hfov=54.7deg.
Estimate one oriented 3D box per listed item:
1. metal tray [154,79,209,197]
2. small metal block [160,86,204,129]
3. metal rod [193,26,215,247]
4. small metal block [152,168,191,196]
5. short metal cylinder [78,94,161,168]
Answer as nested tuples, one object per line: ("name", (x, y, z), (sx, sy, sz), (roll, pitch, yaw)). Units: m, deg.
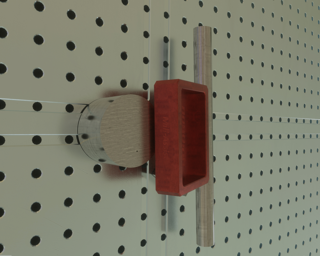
("metal tray", (0.029, 0.010, 0.381), (0.090, 0.030, 0.129), (-3, 92, -60))
("small metal block", (0.032, -0.029, 0.438), (0.050, 0.025, 0.050), (-19, 103, -39))
("metal rod", (0.061, 0.012, 0.430), (0.025, 0.025, 0.298), (-2, 91, -40))
("small metal block", (0.025, 0.059, 0.431), (0.050, 0.025, 0.050), (47, 62, -30))
("short metal cylinder", (-0.045, 0.003, 0.355), (0.081, 0.050, 0.079), (0, 90, -40))
